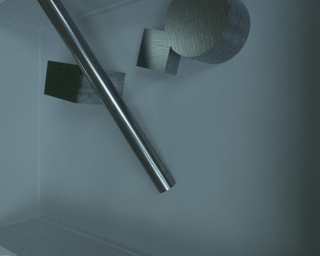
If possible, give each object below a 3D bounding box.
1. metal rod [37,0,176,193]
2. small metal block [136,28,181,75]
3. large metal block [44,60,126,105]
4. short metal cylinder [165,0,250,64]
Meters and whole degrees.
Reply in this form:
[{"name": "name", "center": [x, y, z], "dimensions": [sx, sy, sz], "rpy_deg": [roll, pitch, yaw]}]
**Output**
[{"name": "metal rod", "center": [-0.070, -0.049, 0.395], "dimensions": [0.025, 0.025, 0.299], "rpy_deg": [-31, 92, 35]}, {"name": "small metal block", "center": [0.000, -0.100, 0.405], "dimensions": [0.050, 0.025, 0.050], "rpy_deg": [22, 104, 37]}, {"name": "large metal block", "center": [-0.111, -0.066, 0.460], "dimensions": [0.080, 0.081, 0.050], "rpy_deg": [16, 100, 38]}, {"name": "short metal cylinder", "center": [0.052, -0.115, 0.346], "dimensions": [0.080, 0.050, 0.079], "rpy_deg": [0, 90, 39]}]
